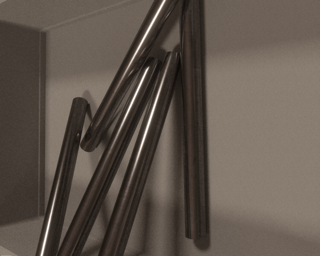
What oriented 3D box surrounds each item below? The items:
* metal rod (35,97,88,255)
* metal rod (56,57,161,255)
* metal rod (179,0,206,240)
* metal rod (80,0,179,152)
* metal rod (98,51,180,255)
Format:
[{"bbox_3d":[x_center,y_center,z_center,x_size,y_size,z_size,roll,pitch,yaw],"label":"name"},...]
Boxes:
[{"bbox_3d":[-0.137,0.079,0.431,0.025,0.025,0.300,-28,45,36],"label":"metal rod"},{"bbox_3d":[-0.063,0.046,0.379,0.025,0.025,0.299,12,73,39],"label":"metal rod"},{"bbox_3d":[0.039,-0.020,0.373,0.025,0.025,0.298,-2,88,39],"label":"metal rod"},{"bbox_3d":[-0.046,-0.071,0.418,0.025,0.025,0.298,54,128,26],"label":"metal rod"},{"bbox_3d":[-0.024,0.046,0.347,0.025,0.025,0.299,2,67,39],"label":"metal rod"}]
